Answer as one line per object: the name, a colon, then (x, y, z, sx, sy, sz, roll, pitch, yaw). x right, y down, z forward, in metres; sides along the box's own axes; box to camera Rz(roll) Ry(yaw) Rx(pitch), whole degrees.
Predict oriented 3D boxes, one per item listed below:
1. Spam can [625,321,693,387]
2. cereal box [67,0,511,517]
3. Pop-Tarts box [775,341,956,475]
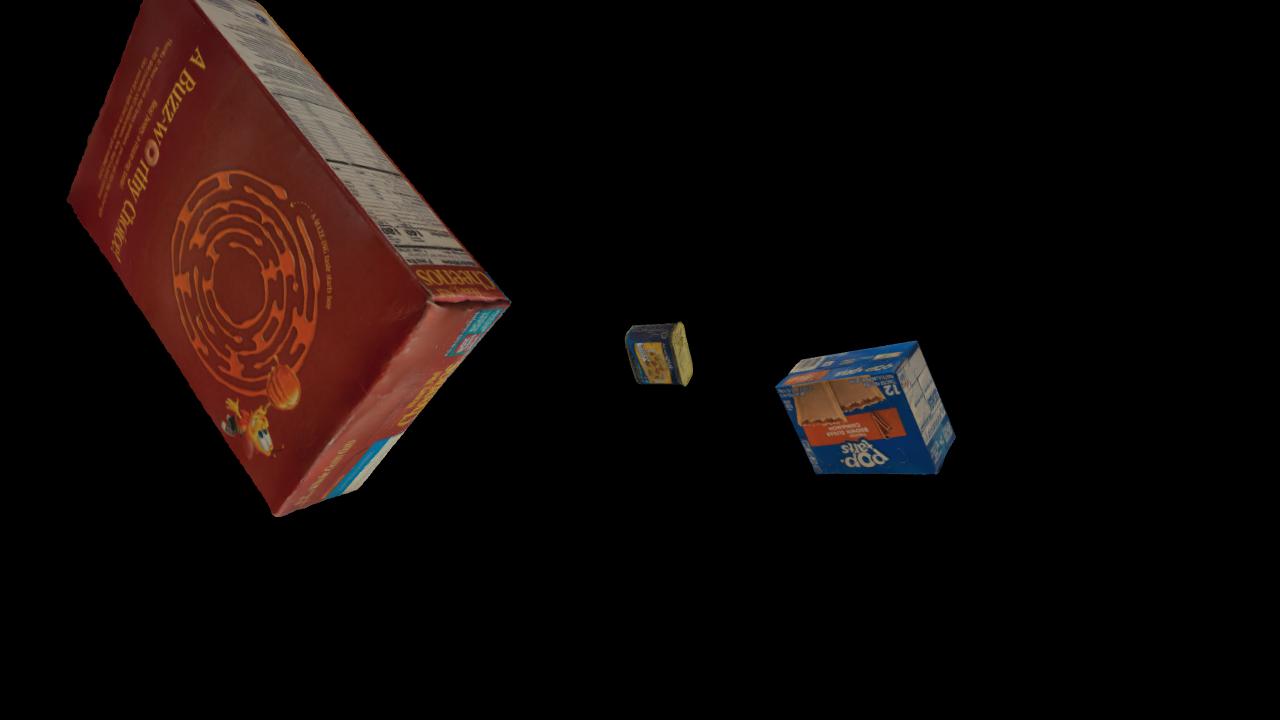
Spam can: (0.031, -0.009, 0.988, 0.085, 0.101, 0.058, -1, 30, 25)
cereal box: (-0.252, -0.076, 0.420, 0.203, 0.306, 0.081, -46, -12, 22)
Pop-Tarts box: (0.281, 0.065, 0.777, 0.167, 0.141, 0.083, -12, 20, 50)
